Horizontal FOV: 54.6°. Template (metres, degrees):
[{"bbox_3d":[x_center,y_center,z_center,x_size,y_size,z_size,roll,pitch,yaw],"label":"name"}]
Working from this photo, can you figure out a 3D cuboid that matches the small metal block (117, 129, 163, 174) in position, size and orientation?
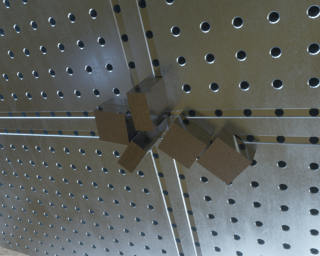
[{"bbox_3d":[-0.027,0.027,0.427,0.025,0.050,0.050,37,129,3],"label":"small metal block"}]

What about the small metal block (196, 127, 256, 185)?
[{"bbox_3d":[0.083,0.036,0.390,0.050,0.025,0.050,36,129,4],"label":"small metal block"}]

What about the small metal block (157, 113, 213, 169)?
[{"bbox_3d":[0.032,0.018,0.406,0.050,0.025,0.050,35,129,5],"label":"small metal block"}]

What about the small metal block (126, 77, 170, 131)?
[{"bbox_3d":[-0.013,-0.030,0.384,0.025,0.050,0.050,3,120,27],"label":"small metal block"}]

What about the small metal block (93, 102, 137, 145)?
[{"bbox_3d":[-0.062,-0.006,0.441,0.050,0.025,0.050,9,122,24],"label":"small metal block"}]
